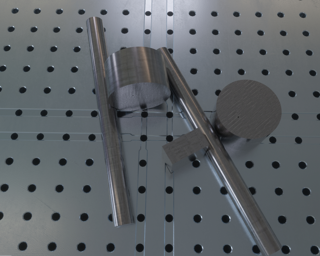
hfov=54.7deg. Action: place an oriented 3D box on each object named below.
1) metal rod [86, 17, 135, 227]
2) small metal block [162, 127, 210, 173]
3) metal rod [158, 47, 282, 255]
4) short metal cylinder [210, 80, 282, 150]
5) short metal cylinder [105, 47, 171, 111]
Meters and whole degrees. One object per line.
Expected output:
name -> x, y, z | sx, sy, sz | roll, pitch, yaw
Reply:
metal rod -> -0.071, -0.022, 0.419 | 0.025, 0.025, 0.299 | -10, 70, -4
small metal block -> 0.030, 0.029, 0.388 | 0.050, 0.050, 0.025 | -27, 73, -9
metal rod -> 0.065, 0.017, 0.405 | 0.025, 0.025, 0.299 | -25, 72, -9
short metal cylinder -> 0.110, -0.016, 0.405 | 0.081, 0.050, 0.080 | 0, 70, 0
short metal cylinder -> -0.030, -0.062, 0.405 | 0.081, 0.080, 0.050 | -9, 71, -3
